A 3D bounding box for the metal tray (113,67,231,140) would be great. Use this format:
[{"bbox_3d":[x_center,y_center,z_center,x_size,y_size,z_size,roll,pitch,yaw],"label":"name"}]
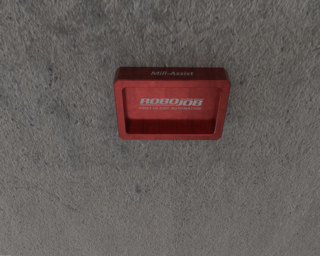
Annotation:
[{"bbox_3d":[0.013,-0.028,0.379,0.131,0.030,0.089,0,130,-1],"label":"metal tray"}]
